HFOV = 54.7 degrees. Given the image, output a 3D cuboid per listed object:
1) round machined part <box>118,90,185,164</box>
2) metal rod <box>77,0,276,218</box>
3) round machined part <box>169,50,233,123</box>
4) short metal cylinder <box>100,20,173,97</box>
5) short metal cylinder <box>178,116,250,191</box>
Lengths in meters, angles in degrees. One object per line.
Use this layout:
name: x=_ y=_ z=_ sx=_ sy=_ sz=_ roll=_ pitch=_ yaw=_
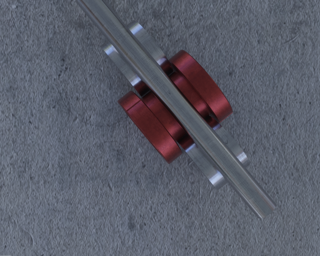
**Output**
round machined part: x=-0.004 y=-0.007 z=0.373 sx=0.042 sy=0.098 sz=0.098 roll=-39 pitch=91 yaw=-4
metal rod: x=0.018 y=-0.026 z=0.332 sx=0.025 sy=0.025 sz=0.300 roll=-40 pitch=91 yaw=0
round machined part: x=0.040 y=-0.043 z=0.375 sx=0.042 sy=0.098 sz=0.098 roll=-39 pitch=90 yaw=5
short metal cylinder: x=-0.028 y=-0.084 z=0.383 sx=0.050 sy=0.080 sz=0.080 roll=-39 pitch=91 yaw=0
short metal cylinder: x=0.065 y=0.030 z=0.384 sx=0.050 sy=0.080 sz=0.080 roll=-39 pitch=91 yaw=0
